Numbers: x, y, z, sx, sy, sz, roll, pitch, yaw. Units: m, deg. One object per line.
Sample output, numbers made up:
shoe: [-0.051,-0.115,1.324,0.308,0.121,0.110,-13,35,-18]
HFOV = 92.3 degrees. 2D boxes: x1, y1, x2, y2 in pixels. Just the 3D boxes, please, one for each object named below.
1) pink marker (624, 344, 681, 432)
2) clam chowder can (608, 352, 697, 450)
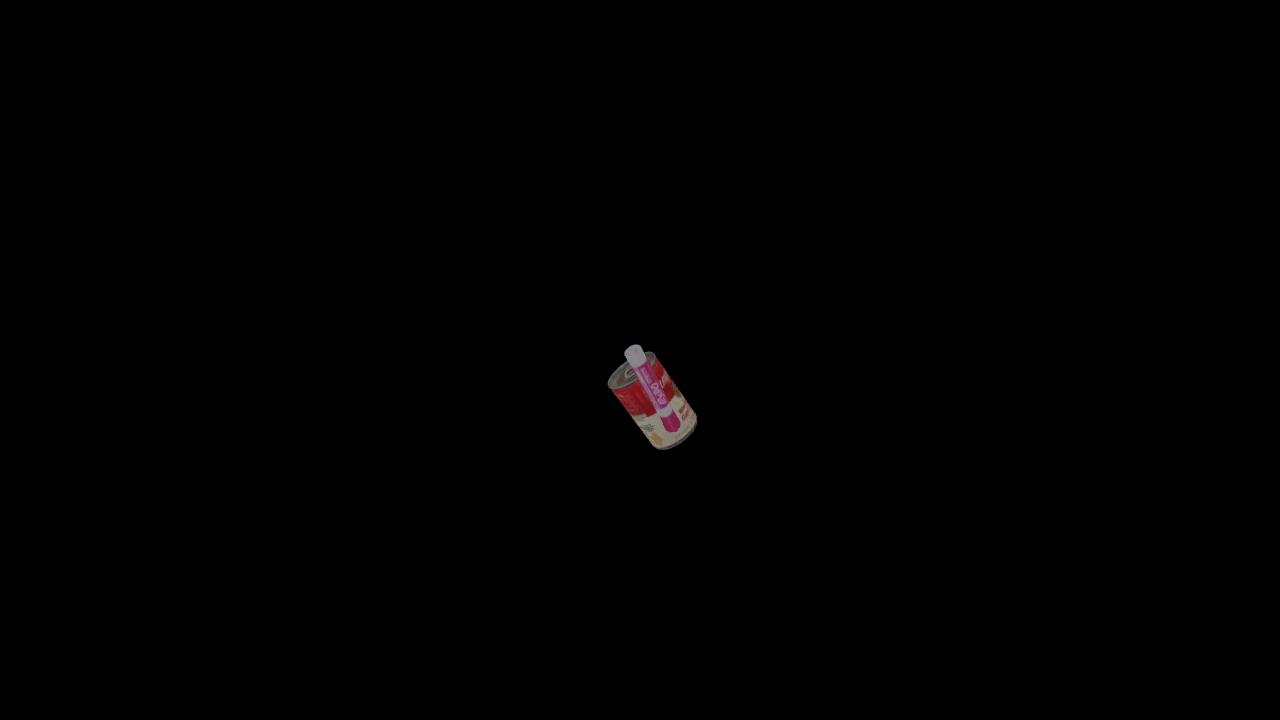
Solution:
pink marker: [0.016,0.034,0.651,0.020,0.121,0.020,-18,36,14]
clam chowder can: [0.016,0.050,0.742,0.068,0.102,0.068,-30,21,13]
